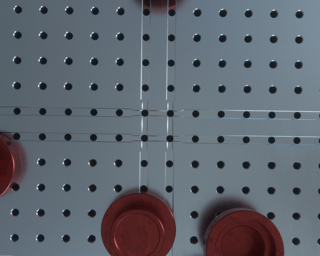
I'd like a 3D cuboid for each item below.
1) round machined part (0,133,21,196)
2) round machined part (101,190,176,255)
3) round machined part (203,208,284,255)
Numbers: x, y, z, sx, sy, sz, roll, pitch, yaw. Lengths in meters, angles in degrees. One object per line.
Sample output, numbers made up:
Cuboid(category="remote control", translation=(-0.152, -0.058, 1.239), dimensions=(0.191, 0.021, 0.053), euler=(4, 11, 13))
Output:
Cuboid(category="round machined part", translation=(-0.239, 0.051, 0.403), dimensions=(0.099, 0.042, 0.097), euler=(0, 90, 0))
Cuboid(category="round machined part", translation=(-0.028, 0.134, 0.405), dimensions=(0.099, 0.042, 0.097), euler=(0, 90, 0))
Cuboid(category="round machined part", translation=(0.104, 0.153, 0.402), dimensions=(0.099, 0.042, 0.098), euler=(0, 85, -3))
